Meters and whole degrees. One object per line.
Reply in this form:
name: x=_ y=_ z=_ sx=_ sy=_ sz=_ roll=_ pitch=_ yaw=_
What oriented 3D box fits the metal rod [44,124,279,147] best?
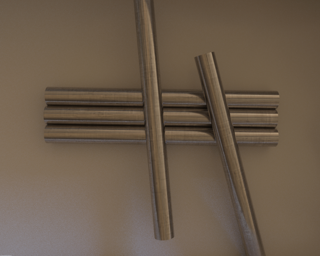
metal rod: x=0.003 y=0.010 z=0.410 sx=0.302 sy=0.025 sz=0.025 roll=1 pitch=90 yaw=-1

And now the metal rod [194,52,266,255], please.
metal rod: x=0.094 y=0.054 z=0.391 sx=0.025 sy=0.025 sz=0.298 roll=-16 pitch=97 yaw=0

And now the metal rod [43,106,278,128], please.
metal rod: x=0.002 y=-0.015 z=0.410 sx=0.302 sy=0.025 sz=0.025 roll=1 pitch=90 yaw=-1

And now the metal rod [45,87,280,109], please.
metal rod: x=0.003 y=-0.040 z=0.410 sx=0.302 sy=0.025 sz=0.025 roll=1 pitch=90 yaw=-1

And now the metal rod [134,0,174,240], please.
metal rod: x=-0.007 y=-0.013 z=0.385 sx=0.025 sy=0.025 sz=0.298 roll=-5 pitch=90 yaw=-1
